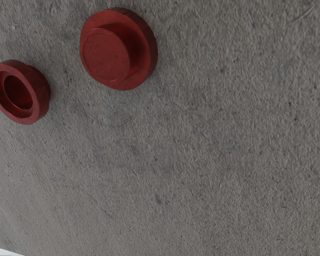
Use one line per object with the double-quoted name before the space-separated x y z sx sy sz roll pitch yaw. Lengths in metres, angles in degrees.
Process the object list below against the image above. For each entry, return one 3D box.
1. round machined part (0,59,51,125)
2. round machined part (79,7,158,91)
"round machined part" -0.207 -0.057 0.470 0.098 0.042 0.097 13 124 21
"round machined part" -0.056 -0.090 0.370 0.098 0.042 0.097 13 124 21
